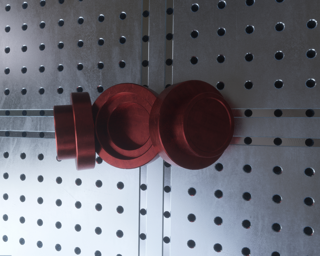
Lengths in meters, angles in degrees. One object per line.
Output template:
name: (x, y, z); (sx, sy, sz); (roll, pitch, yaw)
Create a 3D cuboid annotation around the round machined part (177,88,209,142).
round machined part: (0.034, -0.003, 0.391); (0.098, 0.042, 0.097); (0, 90, 19)

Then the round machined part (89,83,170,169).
round machined part: (-0.032, -0.002, 0.368); (0.098, 0.042, 0.097); (0, 90, 19)

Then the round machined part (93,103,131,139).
round machined part: (-0.059, -0.003, 0.423); (0.098, 0.042, 0.097); (0, 90, 19)

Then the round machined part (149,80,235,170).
round machined part: (0.041, -0.003, 0.334); (0.042, 0.099, 0.097); (0, 90, 60)

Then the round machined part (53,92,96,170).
round machined part: (-0.108, 0.004, 0.386); (0.042, 0.098, 0.097); (-5, 88, -18)
